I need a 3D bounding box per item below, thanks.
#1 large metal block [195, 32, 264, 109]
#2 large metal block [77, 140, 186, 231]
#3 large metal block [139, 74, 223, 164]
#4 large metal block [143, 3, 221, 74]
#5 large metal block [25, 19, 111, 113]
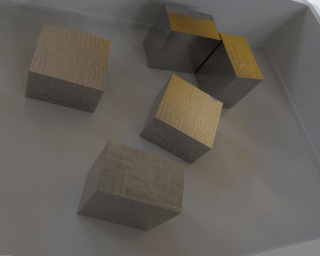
[{"bbox_3d":[0.100,-0.085,0.476,0.050,0.080,0.080,0,62,-28],"label":"large metal block"},{"bbox_3d":[-0.030,0.063,0.315,0.080,0.080,0.050,20,54,-17],"label":"large metal block"},{"bbox_3d":[0.030,-0.012,0.413,0.080,0.050,0.080,29,52,-10],"label":"large metal block"},{"bbox_3d":[0.030,-0.130,0.466,0.081,0.080,0.050,2,61,-27],"label":"large metal block"},{"bbox_3d":[-0.109,-0.073,0.375,0.081,0.050,0.080,14,56,-21],"label":"large metal block"}]
